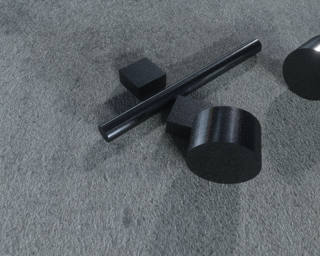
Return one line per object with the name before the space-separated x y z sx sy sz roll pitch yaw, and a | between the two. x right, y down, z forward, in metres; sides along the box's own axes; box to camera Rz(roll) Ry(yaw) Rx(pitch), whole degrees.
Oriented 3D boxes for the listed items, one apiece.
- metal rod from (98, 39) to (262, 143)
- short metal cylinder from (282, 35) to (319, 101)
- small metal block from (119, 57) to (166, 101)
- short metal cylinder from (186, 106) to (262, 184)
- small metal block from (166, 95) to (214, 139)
metal rod | 0.045 -0.065 0.458 0.302 0.025 0.025 -32 57 -24
short metal cylinder | 0.226 -0.086 0.442 0.050 0.080 0.080 -34 58 -25
small metal block | -0.026 -0.075 0.466 0.050 0.025 0.050 -31 57 -24
short metal cylinder | 0.073 0.021 0.351 0.080 0.080 0.050 9 51 7
small metal block | 0.040 -0.013 0.414 0.050 0.025 0.050 16 52 12
